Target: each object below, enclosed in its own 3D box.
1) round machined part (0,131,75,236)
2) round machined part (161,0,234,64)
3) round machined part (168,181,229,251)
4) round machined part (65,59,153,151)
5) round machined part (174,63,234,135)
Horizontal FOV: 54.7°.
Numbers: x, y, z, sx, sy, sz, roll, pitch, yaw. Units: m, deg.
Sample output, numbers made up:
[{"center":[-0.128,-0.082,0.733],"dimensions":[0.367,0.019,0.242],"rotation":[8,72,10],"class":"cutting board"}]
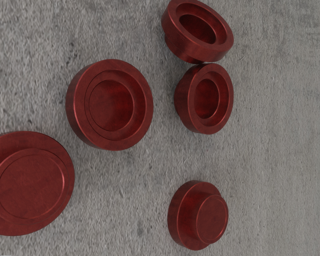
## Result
[{"center":[-0.125,0.052,0.289],"dimensions":[0.099,0.042,0.097],"rotation":[0,90,-40],"class":"round machined part"},{"center":[0.045,-0.124,0.412],"dimensions":[0.099,0.042,0.098],"rotation":[15,52,-20],"class":"round machined part"},{"center":[0.061,0.127,0.445],"dimensions":[0.099,0.042,0.097],"rotation":[0,90,-40],"class":"round machined part"},{"center":[-0.058,-0.024,0.345],"dimensions":[0.099,0.042,0.097],"rotation":[0,90,-40],"class":"round machined part"},{"center":[0.058,-0.041,0.437],"dimensions":[0.099,0.042,0.097],"rotation":[-8,102,-41],"class":"round machined part"}]
